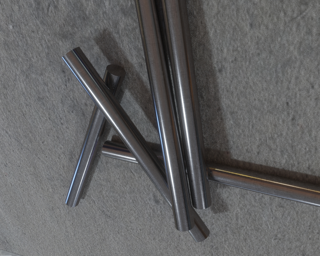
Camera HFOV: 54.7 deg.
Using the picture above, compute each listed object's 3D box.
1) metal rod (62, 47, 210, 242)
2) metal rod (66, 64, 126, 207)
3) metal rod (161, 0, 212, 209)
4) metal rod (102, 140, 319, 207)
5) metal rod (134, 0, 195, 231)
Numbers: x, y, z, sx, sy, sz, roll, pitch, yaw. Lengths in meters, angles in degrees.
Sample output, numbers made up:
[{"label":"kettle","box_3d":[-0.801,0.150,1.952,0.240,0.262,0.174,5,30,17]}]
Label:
[{"label":"metal rod","box_3d":[-0.024,0.030,0.402,0.025,0.025,0.299,-25,105,36]},{"label":"metal rod","box_3d":[-0.109,0.032,0.481,0.025,0.025,0.298,32,128,7]},{"label":"metal rod","box_3d":[0.029,-0.040,0.346,0.025,0.025,0.298,1,113,27]},{"label":"metal rod","box_3d":[0.057,0.056,0.409,0.301,0.025,0.025,10,123,22]},{"label":"metal rod","box_3d":[0.007,-0.015,0.360,0.025,0.025,0.298,-1,108,28]}]
